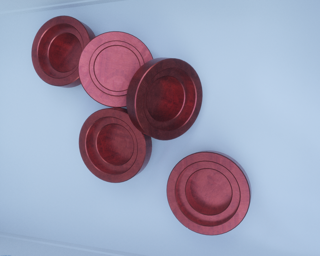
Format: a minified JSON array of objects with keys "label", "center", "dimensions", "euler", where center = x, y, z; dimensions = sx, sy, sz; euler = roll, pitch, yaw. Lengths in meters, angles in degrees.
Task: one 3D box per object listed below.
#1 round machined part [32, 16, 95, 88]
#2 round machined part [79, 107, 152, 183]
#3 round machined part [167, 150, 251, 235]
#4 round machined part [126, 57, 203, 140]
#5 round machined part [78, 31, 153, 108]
[{"label":"round machined part","center":[-0.131,-0.106,0.446],"dimensions":[0.098,0.042,0.097],"euler":[0,90,19]},{"label":"round machined part","center":[-0.055,0.021,0.416],"dimensions":[0.098,0.042,0.097],"euler":[3,98,21]},{"label":"round machined part","center":[0.061,0.076,0.379],"dimensions":[0.098,0.042,0.097],"euler":[0,90,19]},{"label":"round machined part","center":[0.002,-0.037,0.380],"dimensions":[0.042,0.099,0.097],"euler":[21,99,53]},{"label":"round machined part","center":[-0.055,-0.075,0.398],"dimensions":[0.099,0.042,0.097],"euler":[-1,96,-9]}]
